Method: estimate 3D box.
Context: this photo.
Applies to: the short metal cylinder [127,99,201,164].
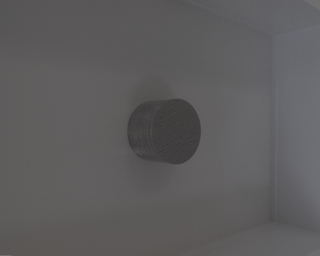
[{"bbox_3d":[0.006,0.004,0.394,0.081,0.050,0.080,0,90,-40],"label":"short metal cylinder"}]
